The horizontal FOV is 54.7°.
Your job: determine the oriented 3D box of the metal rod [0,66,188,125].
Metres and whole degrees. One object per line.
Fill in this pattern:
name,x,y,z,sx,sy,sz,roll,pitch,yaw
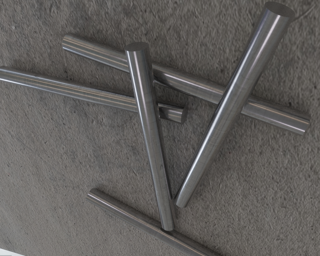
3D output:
metal rod,-0.107,-0.050,0.431,0.301,0.025,0.025,14,124,20

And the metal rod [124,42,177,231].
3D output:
metal rod,-0.005,0.035,0.406,0.025,0.025,0.298,9,130,23

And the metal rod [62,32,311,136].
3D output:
metal rod,0.017,-0.057,0.362,0.301,0.025,0.025,22,127,15

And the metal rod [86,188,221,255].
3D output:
metal rod,0.012,0.177,0.510,0.301,0.025,0.025,25,127,13

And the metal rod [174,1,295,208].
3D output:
metal rod,0.063,0.006,0.350,0.025,0.025,0.298,28,136,10
